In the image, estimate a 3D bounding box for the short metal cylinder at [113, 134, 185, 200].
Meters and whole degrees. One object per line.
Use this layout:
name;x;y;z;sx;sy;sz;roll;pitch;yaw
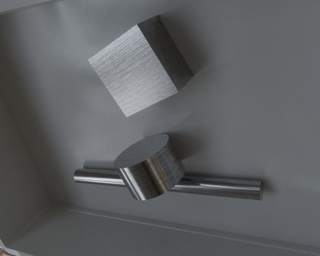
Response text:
short metal cylinder;-0.014;0.050;0.410;0.080;0.080;0.050;-16;110;34

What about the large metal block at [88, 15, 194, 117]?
large metal block;-0.021;-0.070;0.359;0.080;0.050;0.080;-23;106;36

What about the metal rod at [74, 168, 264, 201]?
metal rod;-0.005;0.080;0.459;0.300;0.025;0.025;-1;118;28
